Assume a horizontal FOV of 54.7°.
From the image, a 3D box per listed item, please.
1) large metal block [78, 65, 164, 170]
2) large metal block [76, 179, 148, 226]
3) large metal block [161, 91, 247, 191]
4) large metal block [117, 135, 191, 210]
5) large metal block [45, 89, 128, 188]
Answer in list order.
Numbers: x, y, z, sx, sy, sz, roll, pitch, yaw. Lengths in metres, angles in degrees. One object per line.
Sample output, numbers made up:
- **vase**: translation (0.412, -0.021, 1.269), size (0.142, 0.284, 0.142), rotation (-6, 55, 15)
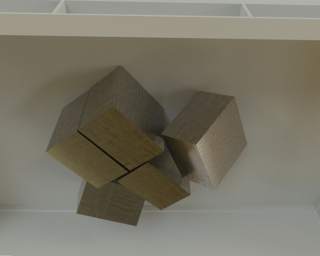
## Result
- **large metal block**: translation (-0.040, -0.012, 0.360), size (0.050, 0.080, 0.080), rotation (-31, 124, 23)
- **large metal block**: translation (-0.070, 0.091, 0.439), size (0.081, 0.080, 0.050), rotation (17, 93, -15)
- **large metal block**: translation (0.057, 0.014, 0.375), size (0.050, 0.080, 0.080), rotation (16, 144, 41)
- **large metal block**: translation (-0.007, 0.048, 0.411), size (0.050, 0.080, 0.080), rotation (-34, 123, 25)
- **large metal block**: translation (-0.082, 0.013, 0.382), size (0.050, 0.080, 0.080), rotation (-30, 124, 23)
